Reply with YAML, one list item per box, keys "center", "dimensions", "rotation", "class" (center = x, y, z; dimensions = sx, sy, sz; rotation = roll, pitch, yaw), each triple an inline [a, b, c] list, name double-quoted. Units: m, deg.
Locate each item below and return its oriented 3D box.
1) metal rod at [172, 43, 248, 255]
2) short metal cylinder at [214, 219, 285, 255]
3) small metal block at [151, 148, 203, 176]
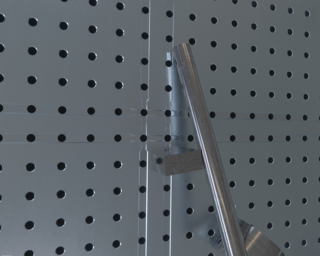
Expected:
- center: [0.064, 0.033, 0.399]
  dimensions: [0.025, 0.025, 0.299]
  rotation: [-10, 80, -20]
  class: "metal rod"
- center: [0.123, 0.172, 0.429]
  dimensions: [0.080, 0.080, 0.050]
  rotation: [46, 76, -15]
  class: "short metal cylinder"
- center: [0.021, 0.043, 0.407]
  dimensions: [0.050, 0.050, 0.025]
  rotation: [-8, 93, -20]
  class: "small metal block"
